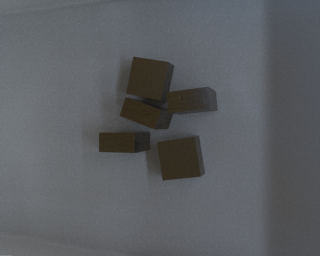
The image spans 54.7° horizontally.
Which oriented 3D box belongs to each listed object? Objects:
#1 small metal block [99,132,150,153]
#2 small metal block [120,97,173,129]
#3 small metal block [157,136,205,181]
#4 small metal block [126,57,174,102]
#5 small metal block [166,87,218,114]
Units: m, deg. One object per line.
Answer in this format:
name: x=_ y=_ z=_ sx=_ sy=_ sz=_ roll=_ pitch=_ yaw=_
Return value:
small metal block: x=-0.046 y=0.018 z=0.413 sx=0.050 sy=0.050 sz=0.025 roll=0 pitch=90 yaw=20
small metal block: x=-0.016 y=-0.018 z=0.403 sx=0.050 sy=0.050 sz=0.025 roll=21 pitch=97 yaw=19
small metal block: x=0.027 y=0.039 z=0.401 sx=0.050 sy=0.025 sz=0.050 roll=-10 pitch=87 yaw=19
small metal block: x=-0.013 y=-0.065 z=0.415 sx=0.050 sy=0.025 sz=0.050 roll=13 pitch=94 yaw=19
small metal block: x=0.041 y=-0.032 z=0.383 sx=0.050 sy=0.050 sz=0.025 roll=-5 pitch=88 yaw=20
